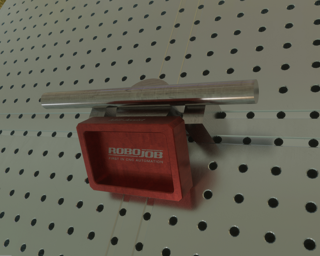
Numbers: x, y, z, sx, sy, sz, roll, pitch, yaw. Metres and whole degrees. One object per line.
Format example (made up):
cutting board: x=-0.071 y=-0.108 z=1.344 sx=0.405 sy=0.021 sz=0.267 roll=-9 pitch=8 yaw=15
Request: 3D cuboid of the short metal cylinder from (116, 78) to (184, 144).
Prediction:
short metal cylinder: x=-0.010 y=-0.018 z=0.408 sx=0.080 sy=0.050 sz=0.080 roll=-13 pitch=56 yaw=21

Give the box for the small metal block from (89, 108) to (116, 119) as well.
small metal block: x=-0.071 y=-0.018 z=0.441 sx=0.025 sy=0.050 sz=0.050 roll=-1 pitch=61 yaw=28

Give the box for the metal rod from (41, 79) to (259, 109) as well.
metal rod: x=-0.034 y=-0.039 z=0.386 sx=0.300 sy=0.025 sz=0.025 roll=1 pitch=62 yaw=29

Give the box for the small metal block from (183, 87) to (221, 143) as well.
small metal block: x=0.051 y=-0.015 z=0.375 sx=0.025 sy=0.050 sz=0.050 roll=-1 pitch=61 yaw=28

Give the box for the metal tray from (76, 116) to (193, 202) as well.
metal tray: x=-0.032 y=0.033 z=0.366 sx=0.130 sy=0.089 sz=0.030 roll=1 pitch=19 yaw=28
